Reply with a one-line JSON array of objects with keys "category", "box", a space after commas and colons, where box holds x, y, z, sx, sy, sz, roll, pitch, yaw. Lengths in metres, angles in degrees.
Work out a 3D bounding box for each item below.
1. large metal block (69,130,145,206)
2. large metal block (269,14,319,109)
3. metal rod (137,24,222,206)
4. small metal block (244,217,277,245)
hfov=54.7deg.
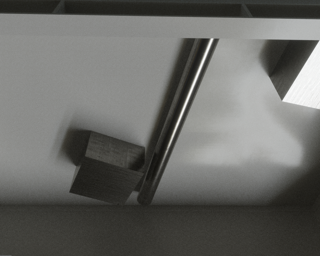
[{"category": "large metal block", "box": [-0.075, 0.060, 0.442, 0.081, 0.050, 0.079, 19, 127, -16]}, {"category": "large metal block", "box": [0.182, -0.068, 0.338, 0.081, 0.050, 0.079, 10, 129, -9]}, {"category": "metal rod", "box": [0.013, 0.007, 0.415, 0.025, 0.025, 0.298, 11, 129, -10]}, {"category": "small metal block", "box": [0.187, 0.192, 0.578, 0.050, 0.025, 0.050, -4, 130, 3]}]
